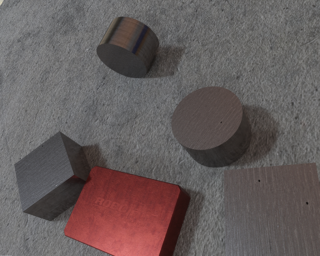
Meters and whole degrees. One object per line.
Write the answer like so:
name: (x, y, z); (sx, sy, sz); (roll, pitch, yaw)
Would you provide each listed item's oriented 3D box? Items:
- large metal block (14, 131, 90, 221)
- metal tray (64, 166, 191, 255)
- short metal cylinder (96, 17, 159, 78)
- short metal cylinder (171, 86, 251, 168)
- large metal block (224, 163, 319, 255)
large metal block: (-0.143, 0.065, 0.423); (0.080, 0.050, 0.080); (-36, 51, 4)
metal tray: (-0.040, 0.101, 0.360); (0.130, 0.030, 0.090); (8, 65, 31)
short metal cylinder: (-0.048, -0.119, 0.467); (0.080, 0.080, 0.050); (10, 67, 32)
short metal cylinder: (0.060, -0.001, 0.357); (0.080, 0.050, 0.080); (-13, 56, 21)
large metal block: (0.105, 0.082, 0.283); (0.080, 0.050, 0.080); (-9, 58, 23)
